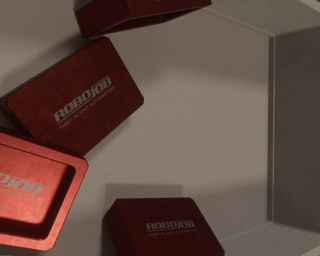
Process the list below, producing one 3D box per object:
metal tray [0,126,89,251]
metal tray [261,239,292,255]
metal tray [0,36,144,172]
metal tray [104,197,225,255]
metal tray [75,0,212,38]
[{"bbox_3d":[-0.140,0.046,0.263,0.131,0.030,0.090,24,87,-30],"label":"metal tray"},{"bbox_3d":[0.211,0.292,0.587,0.130,0.030,0.090,-50,120,-28],"label":"metal tray"},{"bbox_3d":[-0.086,-0.028,0.332,0.131,0.030,0.090,-45,117,-31],"label":"metal tray"},{"bbox_3d":[0.007,0.129,0.374,0.131,0.090,0.030,10,125,-40],"label":"metal tray"},{"bbox_3d":[-0.016,-0.136,0.351,0.131,0.090,0.030,-26,107,-37],"label":"metal tray"}]
